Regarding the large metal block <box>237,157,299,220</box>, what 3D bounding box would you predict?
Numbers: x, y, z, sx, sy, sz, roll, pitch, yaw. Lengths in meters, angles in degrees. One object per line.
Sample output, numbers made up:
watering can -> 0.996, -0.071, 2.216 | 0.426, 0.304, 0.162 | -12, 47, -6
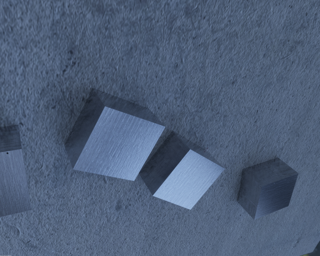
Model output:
large metal block -> 0.194, 0.109, 0.564 | 0.081, 0.050, 0.079 | -14, 124, -21

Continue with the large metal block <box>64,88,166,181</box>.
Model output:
large metal block -> -0.054, 0.010, 0.367 | 0.080, 0.050, 0.080 | 19, 109, -36

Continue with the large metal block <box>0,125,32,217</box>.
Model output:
large metal block -> -0.183, 0.048, 0.320 | 0.081, 0.050, 0.079 | -9, 122, -24

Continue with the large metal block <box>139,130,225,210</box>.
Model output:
large metal block -> 0.032, 0.062, 0.446 | 0.080, 0.050, 0.080 | 30, 101, -38
